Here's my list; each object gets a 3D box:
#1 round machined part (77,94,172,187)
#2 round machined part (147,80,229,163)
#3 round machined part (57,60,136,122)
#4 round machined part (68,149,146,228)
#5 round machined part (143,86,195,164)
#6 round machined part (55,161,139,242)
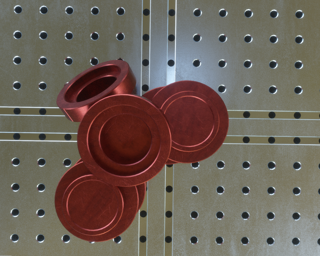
[{"bbox_3d":[-0.036,0.011,0.341,0.098,0.042,0.097,0,98,3],"label":"round machined part"},{"bbox_3d":[0.032,-0.007,0.362,0.099,0.042,0.097,0,89,0],"label":"round machined part"},{"bbox_3d":[-0.074,-0.040,0.385,0.098,0.098,0.042,-27,125,0],"label":"round machined part"},{"bbox_3d":[-0.067,0.075,0.384,0.099,0.042,0.097,0,90,0],"label":"round machined part"},{"bbox_3d":[0.010,-0.003,0.384,0.099,0.042,0.097,0,90,0],"label":"round machined part"},{"bbox_3d":[-0.074,0.085,0.362,0.099,0.042,0.097,0,90,0],"label":"round machined part"}]
